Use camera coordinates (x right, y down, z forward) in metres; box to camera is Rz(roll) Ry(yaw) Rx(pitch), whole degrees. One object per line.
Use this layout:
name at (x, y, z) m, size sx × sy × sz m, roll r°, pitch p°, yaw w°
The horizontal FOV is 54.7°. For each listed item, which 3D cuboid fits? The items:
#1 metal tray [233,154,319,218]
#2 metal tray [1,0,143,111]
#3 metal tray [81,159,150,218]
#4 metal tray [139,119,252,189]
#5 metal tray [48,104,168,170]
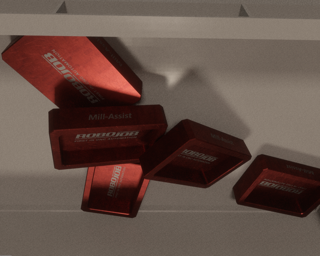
metal tray at (0.195, 0.094, 0.489) m, size 0.131 × 0.030 × 0.089 m, roll 14°, pitch 129°, yaw -13°
metal tray at (-0.093, -0.064, 0.350) m, size 0.090 × 0.030 × 0.130 m, roll -29°, pitch 125°, yaw 22°
metal tray at (-0.068, 0.085, 0.477) m, size 0.091 × 0.030 × 0.129 m, roll 11°, pitch 129°, yaw -10°
metal tray at (0.049, 0.040, 0.411) m, size 0.131 × 0.030 × 0.090 m, roll 18°, pitch 131°, yaw -42°
metal tray at (-0.064, 0.012, 0.381) m, size 0.131 × 0.030 × 0.089 m, roll -4°, pitch 146°, yaw -17°
